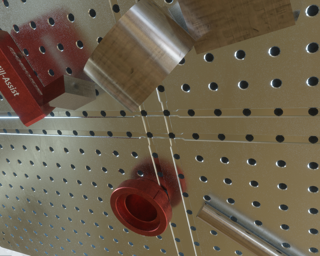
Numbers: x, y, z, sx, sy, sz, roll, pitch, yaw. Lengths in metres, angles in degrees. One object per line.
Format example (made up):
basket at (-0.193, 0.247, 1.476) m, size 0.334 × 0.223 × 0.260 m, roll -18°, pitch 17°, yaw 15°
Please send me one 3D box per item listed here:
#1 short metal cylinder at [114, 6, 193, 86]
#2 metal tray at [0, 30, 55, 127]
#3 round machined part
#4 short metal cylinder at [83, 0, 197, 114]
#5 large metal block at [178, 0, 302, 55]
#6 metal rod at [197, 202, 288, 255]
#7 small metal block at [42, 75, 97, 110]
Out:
short metal cylinder at (-0.012, -0.084, 0.330) m, size 0.080 × 0.080 × 0.050 m, roll -26°, pitch 104°, yaw 37°
metal tray at (-0.200, -0.071, 0.431) m, size 0.030 × 0.090 × 0.130 m, roll -30°, pitch 106°, yaw -2°
round machined part at (-0.025, 0.119, 0.487) m, size 0.098 × 0.042 × 0.097 m, roll 13°, pitch 124°, yaw 21°
short metal cylinder at (-0.016, -0.058, 0.254) m, size 0.050 × 0.080 × 0.080 m, roll 41°, pitch 129°, yaw -8°
large metal block at (0.073, -0.110, 0.269) m, size 0.080 × 0.080 × 0.050 m, roll -10°, pitch 113°, yaw 32°
metal rod at (0.186, 0.199, 0.435) m, size 0.301 × 0.025 × 0.025 m, roll 32°, pitch 129°, yaw 7°
small metal block at (-0.125, -0.047, 0.428) m, size 0.050 × 0.050 × 0.025 m, roll -20°, pitch 72°, yaw 35°
